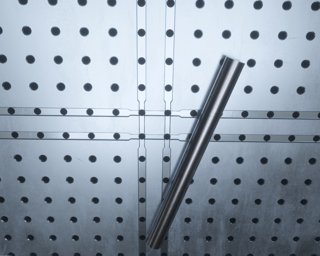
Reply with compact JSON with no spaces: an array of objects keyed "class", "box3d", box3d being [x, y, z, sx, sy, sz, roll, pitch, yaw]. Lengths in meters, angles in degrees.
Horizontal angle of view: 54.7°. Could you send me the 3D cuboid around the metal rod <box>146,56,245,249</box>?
[{"class":"metal rod","box3d":[0.042,0.047,0.431,0.025,0.025,0.298,19,109,-7]}]
